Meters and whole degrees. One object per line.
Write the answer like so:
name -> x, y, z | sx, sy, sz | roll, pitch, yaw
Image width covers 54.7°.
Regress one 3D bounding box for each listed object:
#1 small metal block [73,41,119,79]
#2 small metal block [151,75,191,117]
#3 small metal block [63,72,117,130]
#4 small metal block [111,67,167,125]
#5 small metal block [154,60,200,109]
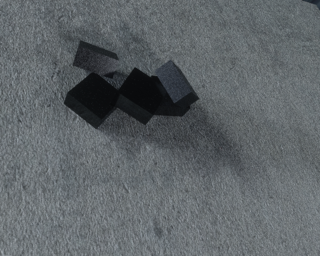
small metal block -> -0.083, -0.089, 0.401 | 0.050, 0.025, 0.050 | 17, 18, -19
small metal block -> 0.010, -0.044, 0.440 | 0.050, 0.025, 0.050 | 2, 61, -28
small metal block -> -0.081, -0.035, 0.384 | 0.050, 0.025, 0.050 | 39, 51, -3
small metal block -> -0.025, -0.040, 0.384 | 0.050, 0.025, 0.050 | 33, 51, -7
small metal block -> 0.023, -0.056, 0.405 | 0.050, 0.025, 0.050 | 59, 13, 14
